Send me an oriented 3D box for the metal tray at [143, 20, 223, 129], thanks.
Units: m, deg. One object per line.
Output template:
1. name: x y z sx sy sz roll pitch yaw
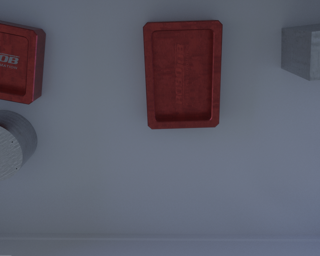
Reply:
1. metal tray: 0.028 -0.065 0.385 0.091 0.030 0.129 -2 110 0

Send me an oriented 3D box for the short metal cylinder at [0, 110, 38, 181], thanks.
1. short metal cylinder: -0.210 0.022 0.403 0.081 0.050 0.079 0 110 -1

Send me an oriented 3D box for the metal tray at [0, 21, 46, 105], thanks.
1. metal tray: -0.211 -0.086 0.373 0.131 0.030 0.089 10 110 -5

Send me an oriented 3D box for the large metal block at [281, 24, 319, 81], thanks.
1. large metal block: 0.193 -0.091 0.351 0.080 0.080 0.050 -7 110 2
